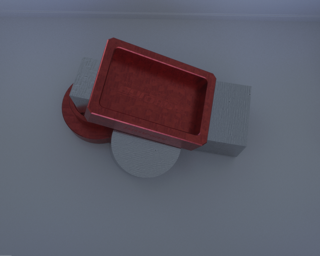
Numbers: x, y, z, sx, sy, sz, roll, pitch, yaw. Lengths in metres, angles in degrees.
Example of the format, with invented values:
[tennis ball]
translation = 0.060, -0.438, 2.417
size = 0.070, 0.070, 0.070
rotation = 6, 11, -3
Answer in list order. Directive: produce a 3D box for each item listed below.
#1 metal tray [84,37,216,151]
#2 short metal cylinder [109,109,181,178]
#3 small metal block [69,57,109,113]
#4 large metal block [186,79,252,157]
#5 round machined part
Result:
[metal tray]
translation = -0.007, -0.035, 0.343
size = 0.131, 0.030, 0.090
rotation = 17, 70, -15
[short metal cylinder]
translation = -0.020, 0.019, 0.375
size = 0.081, 0.050, 0.080
rotation = 1, 83, -12
[small metal block]
translation = -0.081, -0.047, 0.366
size = 0.025, 0.050, 0.050
rotation = 12, 71, 4
[large metal block]
translation = 0.068, -0.013, 0.399
size = 0.080, 0.050, 0.080
rotation = 9, 70, 3
[round machined part]
translation = -0.081, -0.032, 0.409
size = 0.099, 0.042, 0.098
rotation = 0, 70, -1
